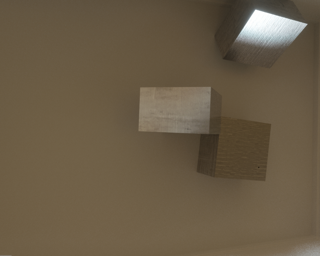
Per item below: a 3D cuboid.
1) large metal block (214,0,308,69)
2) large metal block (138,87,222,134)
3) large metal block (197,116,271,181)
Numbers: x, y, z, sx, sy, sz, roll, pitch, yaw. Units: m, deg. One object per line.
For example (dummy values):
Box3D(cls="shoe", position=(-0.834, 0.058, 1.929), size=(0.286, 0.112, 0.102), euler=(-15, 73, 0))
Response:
Box3D(cls="large metal block", position=(0.134, -0.134, 0.425), size=(0.081, 0.080, 0.050), euler=(6, 53, -20))
Box3D(cls="large metal block", position=(0.028, -0.019, 0.375), size=(0.080, 0.080, 0.050), euler=(2, 89, 19))
Box3D(cls="large metal block", position=(0.104, 0.029, 0.437), size=(0.081, 0.050, 0.080), euler=(7, 88, -20))
